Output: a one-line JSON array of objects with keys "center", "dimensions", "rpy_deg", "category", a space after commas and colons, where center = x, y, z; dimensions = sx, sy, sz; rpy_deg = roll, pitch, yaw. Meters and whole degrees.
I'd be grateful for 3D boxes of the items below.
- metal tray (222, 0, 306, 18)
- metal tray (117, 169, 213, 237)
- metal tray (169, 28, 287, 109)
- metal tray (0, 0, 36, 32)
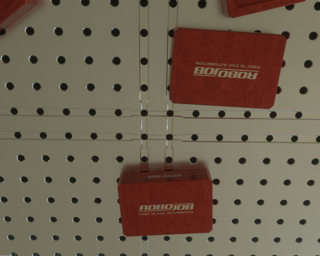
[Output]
[{"center": [0.108, -0.196, 0.338], "dimensions": [0.090, 0.030, 0.129], "rpy_deg": [-12, 110, 4], "category": "metal tray"}, {"center": [0.009, 0.110, 0.451], "dimensions": [0.131, 0.030, 0.089], "rpy_deg": [-3, 110, 1], "category": "metal tray"}, {"center": [0.079, -0.074, 0.384], "dimensions": [0.131, 0.030, 0.089], "rpy_deg": [3, 110, -2], "category": "metal tray"}, {"center": [-0.218, -0.172, 0.345], "dimensions": [0.090, 0.030, 0.130], "rpy_deg": [-33, 107, 11], "category": "metal tray"}]
